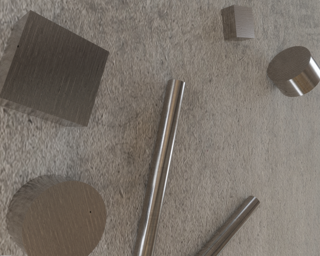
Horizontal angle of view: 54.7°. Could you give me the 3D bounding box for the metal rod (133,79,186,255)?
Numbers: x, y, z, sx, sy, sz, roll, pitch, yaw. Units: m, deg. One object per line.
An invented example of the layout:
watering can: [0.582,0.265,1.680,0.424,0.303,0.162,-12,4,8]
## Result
metal rod: [-0.006,0.083,0.399,0.025,0.025,0.299,19,78,-39]

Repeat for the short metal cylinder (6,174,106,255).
short metal cylinder: [-0.101,0.088,0.304,0.081,0.050,0.080,0,90,-40]

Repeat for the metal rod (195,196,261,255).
metal rod: [0.061,0.197,0.455,0.302,0.025,0.025,-33,111,-35]

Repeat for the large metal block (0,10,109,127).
large metal block: [-0.106,-0.051,0.299,0.080,0.050,0.080,22,76,-38]

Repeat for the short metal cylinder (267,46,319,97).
short metal cylinder: [0.250,-0.105,0.578,0.050,0.080,0.080,37,67,-34]

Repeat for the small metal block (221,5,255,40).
small metal block: [0.130,-0.172,0.513,0.050,0.025,0.050,-11,98,-39]
